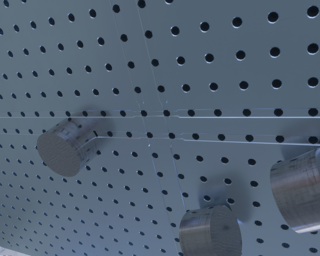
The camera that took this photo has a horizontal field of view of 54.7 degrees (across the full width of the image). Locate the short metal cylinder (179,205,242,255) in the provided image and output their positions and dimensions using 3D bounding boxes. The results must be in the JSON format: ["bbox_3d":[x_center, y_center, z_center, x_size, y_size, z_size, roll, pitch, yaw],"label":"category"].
[{"bbox_3d":[0.072,0.152,0.432,0.050,0.080,0.080,-23,106,36],"label":"short metal cylinder"}]

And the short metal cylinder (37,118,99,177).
[{"bbox_3d":[-0.145,0.030,0.490,0.080,0.050,0.079,13,124,21],"label":"short metal cylinder"}]

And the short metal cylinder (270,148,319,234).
[{"bbox_3d":[0.163,0.067,0.332,0.050,0.080,0.080,-31,102,38],"label":"short metal cylinder"}]
